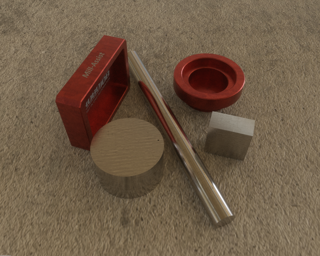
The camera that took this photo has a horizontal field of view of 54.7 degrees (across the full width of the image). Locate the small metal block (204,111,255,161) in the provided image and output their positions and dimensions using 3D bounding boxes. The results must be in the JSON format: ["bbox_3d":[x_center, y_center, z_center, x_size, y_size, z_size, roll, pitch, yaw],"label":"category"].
[{"bbox_3d":[0.083,0.010,0.377,0.050,0.050,0.025,13,51,10],"label":"small metal block"}]

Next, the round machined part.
[{"bbox_3d":[0.068,-0.061,0.446,0.099,0.042,0.098,0,50,0],"label":"round machined part"}]

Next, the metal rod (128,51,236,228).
[{"bbox_3d":[0.011,-0.008,0.412,0.025,0.025,0.300,-17,52,-14],"label":"metal rod"}]

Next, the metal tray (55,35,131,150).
[{"bbox_3d":[-0.079,-0.047,0.401,0.030,0.089,0.130,14,51,11],"label":"metal tray"}]

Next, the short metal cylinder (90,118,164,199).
[{"bbox_3d":[-0.036,0.035,0.359,0.081,0.050,0.080,0,50,0],"label":"short metal cylinder"}]
